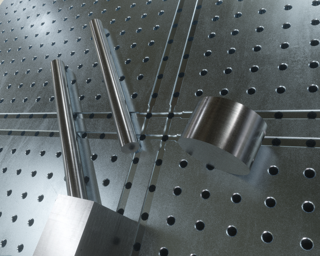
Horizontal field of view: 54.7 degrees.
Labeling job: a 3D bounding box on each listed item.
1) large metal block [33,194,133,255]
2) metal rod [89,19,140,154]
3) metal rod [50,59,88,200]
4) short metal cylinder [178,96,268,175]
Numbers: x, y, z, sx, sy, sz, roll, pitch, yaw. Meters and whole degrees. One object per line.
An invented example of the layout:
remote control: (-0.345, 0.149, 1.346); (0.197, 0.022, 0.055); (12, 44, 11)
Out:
large metal block: (-0.082, 0.126, 0.337); (0.050, 0.080, 0.080); (3, 63, 29)
metal rod: (-0.081, -0.085, 0.501); (0.025, 0.025, 0.299); (-28, 52, 10)
metal rod: (-0.147, -0.008, 0.487); (0.025, 0.025, 0.299); (-29, 52, 9)
short metal cylinder: (0.066, 0.009, 0.332); (0.080, 0.080, 0.050); (16, 70, 34)
